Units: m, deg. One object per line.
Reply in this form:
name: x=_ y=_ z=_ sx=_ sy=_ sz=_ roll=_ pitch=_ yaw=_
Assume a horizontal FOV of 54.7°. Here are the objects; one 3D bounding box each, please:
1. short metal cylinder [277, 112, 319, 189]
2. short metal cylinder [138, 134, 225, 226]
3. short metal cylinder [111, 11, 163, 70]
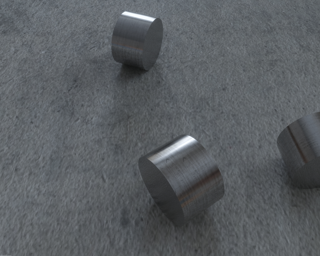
short metal cylinder: x=0.180 y=0.026 z=0.348 sx=0.081 sy=0.080 sz=0.050 roll=-5 pitch=50 yaw=-5
short metal cylinder: x=0.021 y=0.053 z=0.323 sx=0.050 sy=0.080 sz=0.080 roll=-29 pitch=56 yaw=-22
short metal cylinder: x=-0.034 y=-0.135 z=0.480 sx=0.050 sy=0.080 sz=0.080 roll=18 pitch=52 yaw=14
